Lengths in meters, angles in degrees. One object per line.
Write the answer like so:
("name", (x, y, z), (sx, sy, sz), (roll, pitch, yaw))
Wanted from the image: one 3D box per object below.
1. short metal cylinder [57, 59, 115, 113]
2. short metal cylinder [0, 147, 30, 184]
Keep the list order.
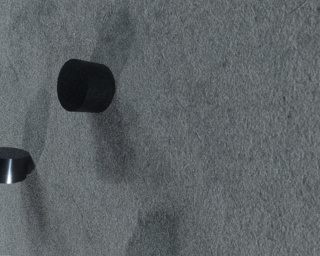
("short metal cylinder", (-0.117, -0.064, 0.485), (0.080, 0.050, 0.080), (0, 90, 40))
("short metal cylinder", (-0.310, 0.074, 0.626), (0.080, 0.081, 0.050), (18, 102, 38))
